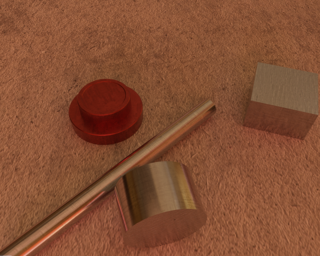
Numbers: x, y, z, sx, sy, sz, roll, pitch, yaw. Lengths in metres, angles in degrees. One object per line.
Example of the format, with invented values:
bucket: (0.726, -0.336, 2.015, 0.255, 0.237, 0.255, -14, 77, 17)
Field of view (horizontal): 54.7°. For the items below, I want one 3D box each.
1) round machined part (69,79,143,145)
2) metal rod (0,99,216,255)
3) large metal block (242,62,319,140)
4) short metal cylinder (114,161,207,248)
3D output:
round machined part: (-0.072, -0.029, 0.415, 0.099, 0.042, 0.098, 0, 50, 0)
metal rod: (-0.041, 0.050, 0.360, 0.302, 0.025, 0.025, -36, 59, -27)
large metal block: (0.163, -0.038, 0.421, 0.080, 0.050, 0.080, 14, 51, 11)
short metal cylinder: (-0.001, 0.076, 0.303, 0.081, 0.080, 0.050, -11, 51, -9)
